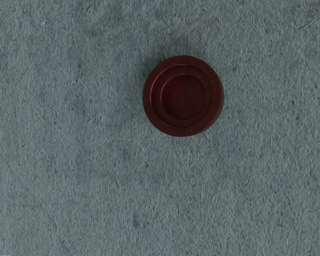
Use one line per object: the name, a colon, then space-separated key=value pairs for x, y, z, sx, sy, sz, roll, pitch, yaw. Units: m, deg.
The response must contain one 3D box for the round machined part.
round machined part: x=0.031 y=-0.038 z=0.389 sx=0.098 sy=0.042 sz=0.097 roll=0 pitch=90 yaw=20
